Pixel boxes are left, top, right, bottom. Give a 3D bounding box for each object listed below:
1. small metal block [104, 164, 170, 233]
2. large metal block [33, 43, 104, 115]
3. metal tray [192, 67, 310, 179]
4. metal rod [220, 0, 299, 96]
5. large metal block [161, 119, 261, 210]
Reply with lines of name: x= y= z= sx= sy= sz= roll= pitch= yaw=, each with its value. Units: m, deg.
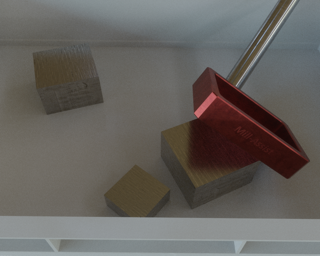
small metal block: x=-0.024 y=0.076 z=0.341 sx=0.050 sy=0.025 sz=0.050 roll=32 pitch=57 yaw=24
large metal block: x=-0.133 y=-0.073 z=0.448 sx=0.081 sy=0.050 sz=0.080 roll=-14 pitch=52 yaw=-12
metal tray: x=0.098 y=-0.009 z=0.349 sx=0.130 sy=0.030 sz=0.090 roll=33 pitch=26 yaw=-13
metal rod: x=0.142 y=-0.123 z=0.425 sx=0.025 sy=0.025 sz=0.300 roll=32 pitch=83 yaw=23
large metal block: x=0.055 y=0.035 z=0.360 sx=0.081 sy=0.050 sz=0.080 roll=-20 pitch=53 yaw=-16
